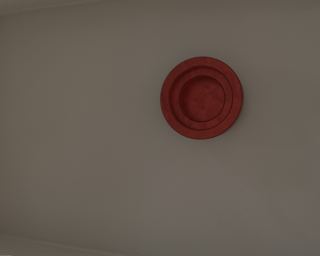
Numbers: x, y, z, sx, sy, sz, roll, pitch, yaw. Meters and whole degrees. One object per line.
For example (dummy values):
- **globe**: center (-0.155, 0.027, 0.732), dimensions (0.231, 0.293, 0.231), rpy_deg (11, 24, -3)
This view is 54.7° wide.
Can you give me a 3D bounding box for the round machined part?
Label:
- **round machined part**: center (0.053, -0.035, 0.382), dimensions (0.098, 0.042, 0.097), rpy_deg (0, 90, 19)
